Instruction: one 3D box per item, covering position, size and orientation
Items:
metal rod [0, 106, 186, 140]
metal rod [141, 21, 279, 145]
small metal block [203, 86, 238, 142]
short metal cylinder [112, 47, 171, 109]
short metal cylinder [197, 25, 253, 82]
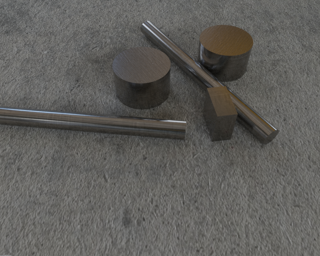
[{"bbox_3d":[-0.117,-0.009,0.409,0.302,0.025,0.025,5,50,3],"label":"metal rod"},{"bbox_3d":[0.059,-0.084,0.474,0.025,0.025,0.300,-27,55,-21],"label":"metal rod"},{"bbox_3d":[0.077,-0.018,0.403,0.025,0.050,0.050,-7,51,-6],"label":"small metal block"},{"bbox_3d":[-0.025,-0.073,0.448,0.081,0.050,0.080,0,50,0],"label":"short metal cylinder"},{"bbox_3d":[0.100,-0.118,0.487,0.081,0.050,0.080,0,50,0],"label":"short metal cylinder"}]
